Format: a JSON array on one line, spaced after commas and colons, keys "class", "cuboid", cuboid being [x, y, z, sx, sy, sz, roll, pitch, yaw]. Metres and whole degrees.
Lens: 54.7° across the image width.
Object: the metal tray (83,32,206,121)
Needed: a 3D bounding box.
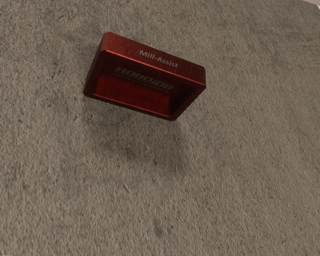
[{"class": "metal tray", "cuboid": [-0.020, -0.058, 0.387, 0.131, 0.090, 0.030, 16, 56, -20]}]
